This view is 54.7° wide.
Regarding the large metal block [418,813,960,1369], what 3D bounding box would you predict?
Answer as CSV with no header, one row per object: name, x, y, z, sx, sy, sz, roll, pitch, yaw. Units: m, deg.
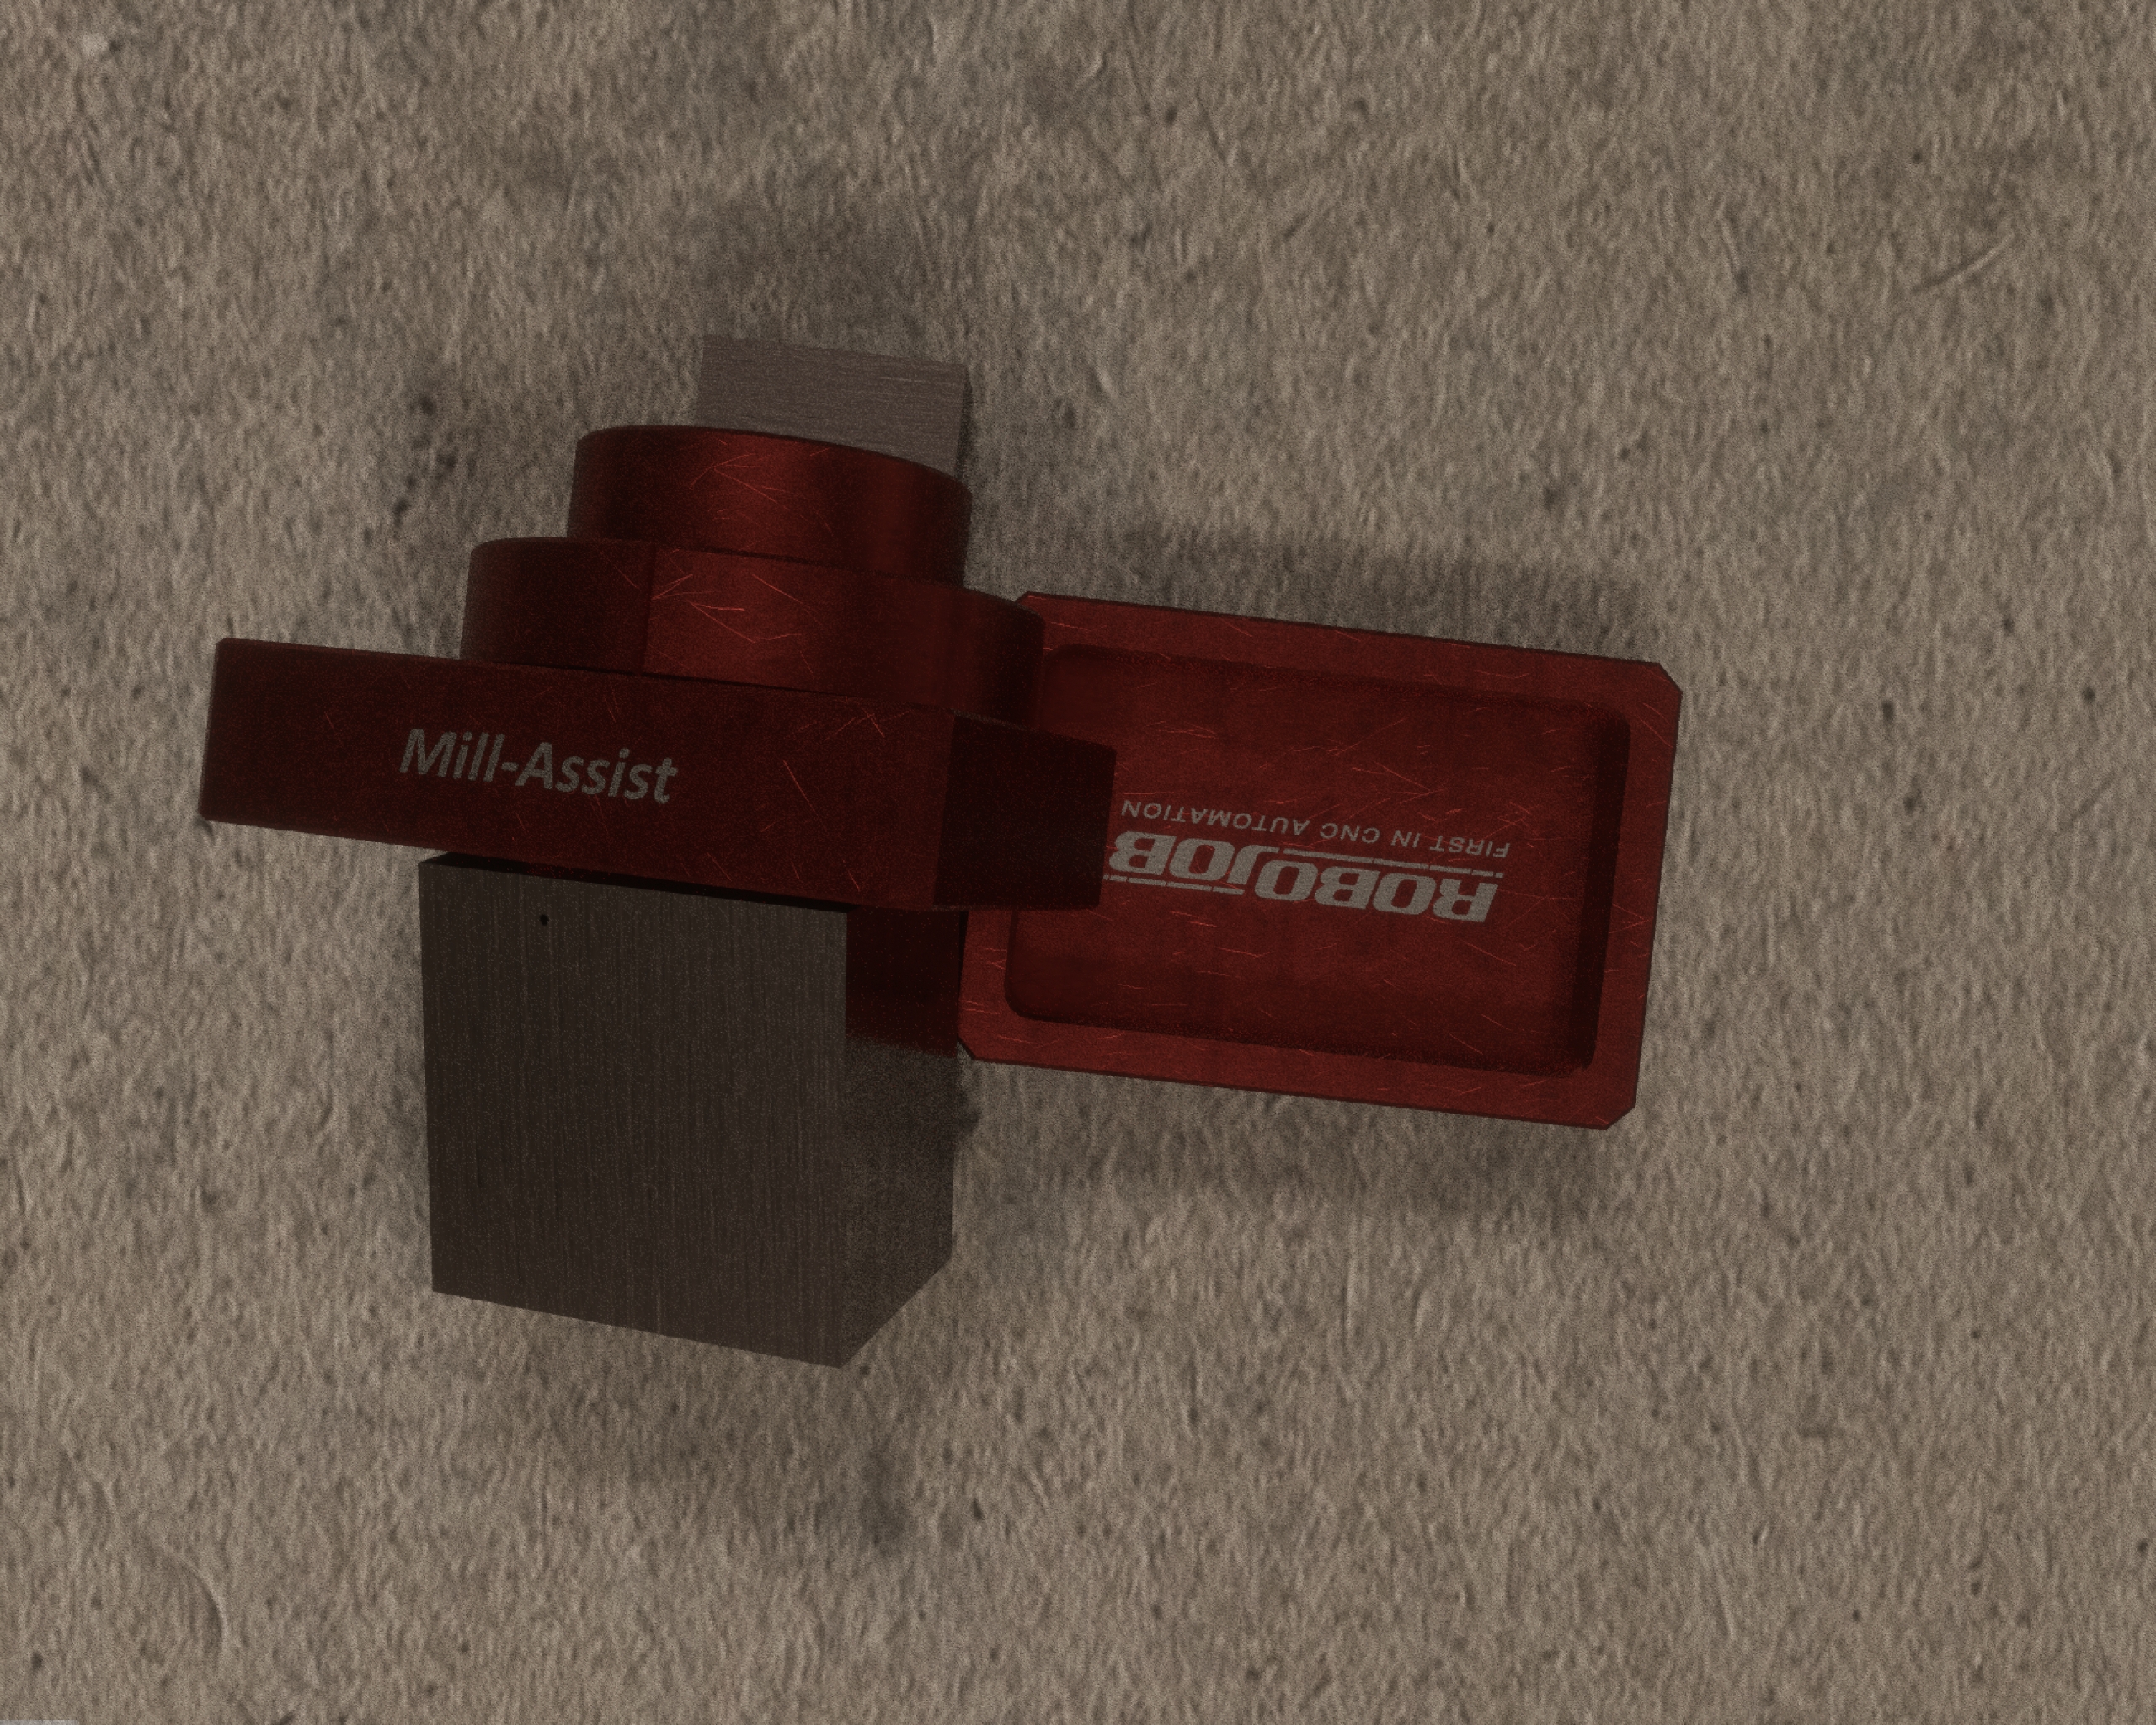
large metal block,-0.069,0.038,0.379,0.080,0.050,0.079,6,103,17

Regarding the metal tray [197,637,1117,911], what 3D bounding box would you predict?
metal tray,-0.069,-0.014,0.361,0.130,0.090,0.030,7,91,18

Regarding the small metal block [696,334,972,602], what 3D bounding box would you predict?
small metal block,-0.049,-0.074,0.411,0.050,0.025,0.050,7,90,-1

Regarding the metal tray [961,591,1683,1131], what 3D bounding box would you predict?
metal tray,0.045,0.000,0.409,0.131,0.030,0.089,6,90,-1

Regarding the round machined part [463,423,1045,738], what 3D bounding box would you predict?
round machined part,-0.054,-0.048,0.363,0.099,0.098,0.042,6,90,-1
